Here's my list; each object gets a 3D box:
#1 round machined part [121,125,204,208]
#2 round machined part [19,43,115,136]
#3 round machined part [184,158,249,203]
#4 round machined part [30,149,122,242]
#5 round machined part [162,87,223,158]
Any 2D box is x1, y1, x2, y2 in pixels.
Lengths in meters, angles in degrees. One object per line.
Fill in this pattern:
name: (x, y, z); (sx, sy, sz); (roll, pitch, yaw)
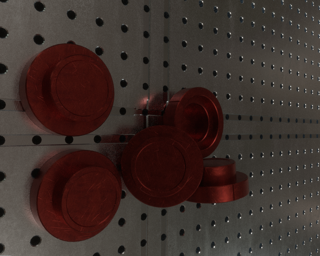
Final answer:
round machined part: (0.002, 0.045, 0.366); (0.042, 0.099, 0.097); (46, 44, -84)
round machined part: (-0.089, -0.040, 0.324); (0.099, 0.042, 0.097); (0, 90, -40)
round machined part: (0.070, 0.067, 0.422); (0.099, 0.098, 0.042); (-8, 95, -40)
round machined part: (-0.082, 0.072, 0.331); (0.099, 0.042, 0.097); (0, 90, -40)
round machined part: (0.042, -0.007, 0.436); (0.099, 0.042, 0.097); (-1, 91, -40)
